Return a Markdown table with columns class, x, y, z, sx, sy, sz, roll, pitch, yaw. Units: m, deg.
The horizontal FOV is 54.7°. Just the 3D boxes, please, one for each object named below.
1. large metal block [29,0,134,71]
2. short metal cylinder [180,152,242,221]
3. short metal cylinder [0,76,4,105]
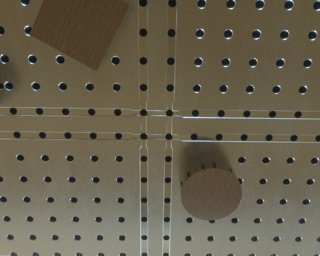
| class | x | y | z | sx | sy | sz | roll | pitch | yaw |
| --- | --- | --- | --- | --- | --- | --- | --- | --- | --- |
| large metal block | -0.087 | -0.123 | 0.354 | 0.080 | 0.050 | 0.080 | 28 | 108 | -10 |
| short metal cylinder | 0.068 | 0.080 | 0.430 | 0.081 | 0.050 | 0.079 | 0 | 110 | 0 |
| short metal cylinder | -0.244 | -0.046 | 0.381 | 0.081 | 0.050 | 0.079 | 0 | 110 | 0 |
